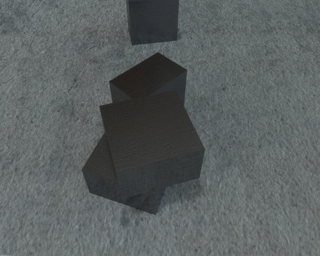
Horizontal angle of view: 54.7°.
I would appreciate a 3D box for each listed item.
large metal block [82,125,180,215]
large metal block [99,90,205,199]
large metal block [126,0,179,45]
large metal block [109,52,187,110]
[{"bbox_3d":[-0.029,0.040,0.353,0.080,0.050,0.080,16,52,12],"label":"large metal block"},{"bbox_3d":[-0.010,0.014,0.310,0.081,0.050,0.080,-13,51,-11],"label":"large metal block"},{"bbox_3d":[-0.014,-0.194,0.530,0.081,0.080,0.050,-8,51,-7],"label":"large metal block"},{"bbox_3d":[-0.013,-0.037,0.398,0.050,0.080,0.080,38,59,27],"label":"large metal block"}]
